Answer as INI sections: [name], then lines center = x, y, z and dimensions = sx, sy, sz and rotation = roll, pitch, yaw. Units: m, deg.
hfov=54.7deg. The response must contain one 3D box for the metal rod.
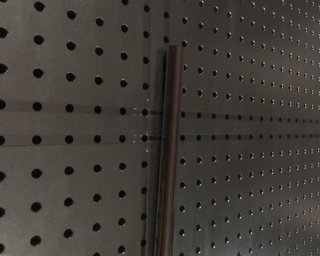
[metal rod]
center = 0.013, 0.038, 0.421
dimensions = 0.025, 0.025, 0.298
rotation = 6, 86, -40
